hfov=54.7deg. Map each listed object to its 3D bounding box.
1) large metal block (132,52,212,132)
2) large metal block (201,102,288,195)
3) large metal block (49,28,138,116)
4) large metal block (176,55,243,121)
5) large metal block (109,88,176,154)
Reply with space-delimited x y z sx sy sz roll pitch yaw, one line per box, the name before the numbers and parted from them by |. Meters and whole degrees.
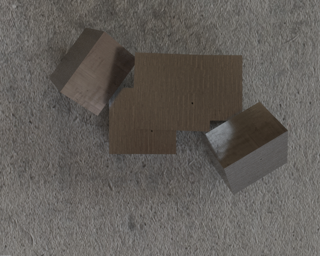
large metal block | 0.013 -0.038 0.347 0.081 0.050 0.079 2 90 -1
large metal block | 0.105 0.027 0.378 0.080 0.080 0.050 -31 52 0
large metal block | -0.083 -0.071 0.376 0.050 0.080 0.080 36 90 -33
large metal block | 0.060 -0.049 0.400 0.081 0.050 0.079 0 90 -1
large metal block | -0.021 -0.009 0.396 0.081 0.050 0.079 0 90 -1
